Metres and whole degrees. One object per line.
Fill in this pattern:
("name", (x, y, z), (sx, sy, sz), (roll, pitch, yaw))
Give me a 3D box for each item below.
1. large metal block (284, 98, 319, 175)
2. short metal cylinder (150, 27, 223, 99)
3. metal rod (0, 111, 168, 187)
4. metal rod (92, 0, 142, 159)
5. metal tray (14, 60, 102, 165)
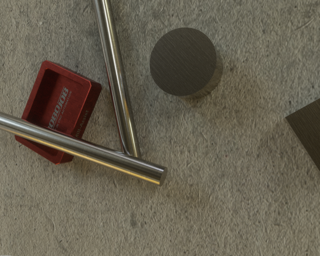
("large metal block", (0.191, 0.003, 0.329), (0.080, 0.050, 0.080), (-32, 80, 17))
("short metal cylinder", (0.034, -0.077, 0.383), (0.080, 0.050, 0.079), (0, 90, 19))
("metal rod", (-0.133, 0.019, 0.422), (0.301, 0.025, 0.025), (17, 96, 17))
("metal rod", (-0.065, -0.096, 0.430), (0.025, 0.025, 0.298), (-13, 86, 19))
("metal tray", (-0.152, -0.023, 0.458), (0.090, 0.030, 0.129), (27, 99, 17))
